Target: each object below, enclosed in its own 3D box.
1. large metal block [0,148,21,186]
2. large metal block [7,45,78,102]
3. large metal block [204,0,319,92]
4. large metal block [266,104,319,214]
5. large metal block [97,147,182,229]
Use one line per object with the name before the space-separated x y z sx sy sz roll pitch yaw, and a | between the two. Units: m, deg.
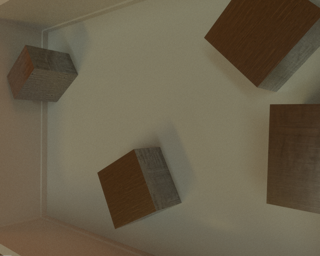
large metal block | -0.368 0.086 0.678 0.080 0.081 0.050 32 110 35
large metal block | -0.205 -0.091 0.541 0.080 0.081 0.050 -41 65 32
large metal block | 0.105 -0.093 0.304 0.080 0.050 0.080 52 120 27
large metal block | 0.132 0.022 0.262 0.050 0.081 0.079 3 92 40
large metal block | -0.030 0.079 0.415 0.080 0.050 0.080 -34 69 35
